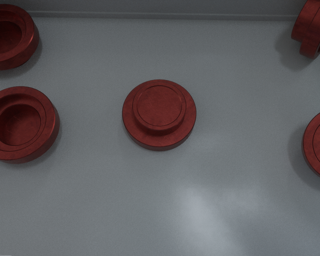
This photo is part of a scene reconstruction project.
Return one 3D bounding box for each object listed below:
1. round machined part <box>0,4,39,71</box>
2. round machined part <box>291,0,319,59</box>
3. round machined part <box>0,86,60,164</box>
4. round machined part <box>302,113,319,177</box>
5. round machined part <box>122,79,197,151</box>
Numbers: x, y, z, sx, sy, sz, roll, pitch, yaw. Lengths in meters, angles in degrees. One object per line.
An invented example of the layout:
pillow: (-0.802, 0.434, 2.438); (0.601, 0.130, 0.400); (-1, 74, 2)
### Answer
round machined part: (-0.222, -0.124, 0.443); (0.099, 0.042, 0.098); (0, 70, -1)
round machined part: (0.219, -0.149, 0.429); (0.042, 0.098, 0.098); (33, 73, 23)
round machined part: (-0.178, -0.001, 0.399); (0.099, 0.042, 0.098); (0, 70, -1)
round machined part: (0.229, 0.023, 0.384); (0.098, 0.042, 0.098); (-4, 77, 18)
round machined part: (-0.001, -0.022, 0.409); (0.099, 0.042, 0.098); (0, 70, -1)
